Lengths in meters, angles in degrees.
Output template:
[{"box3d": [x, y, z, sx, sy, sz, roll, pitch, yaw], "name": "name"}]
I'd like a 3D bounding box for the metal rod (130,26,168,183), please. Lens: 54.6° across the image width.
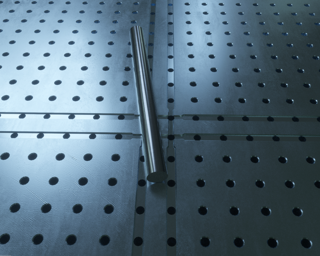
[{"box3d": [-0.022, -0.057, 0.455, 0.025, 0.025, 0.300, -6, 50, -5], "name": "metal rod"}]
